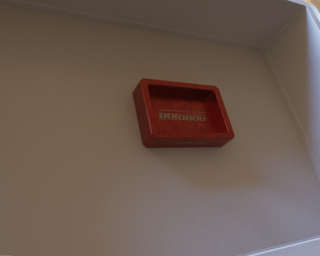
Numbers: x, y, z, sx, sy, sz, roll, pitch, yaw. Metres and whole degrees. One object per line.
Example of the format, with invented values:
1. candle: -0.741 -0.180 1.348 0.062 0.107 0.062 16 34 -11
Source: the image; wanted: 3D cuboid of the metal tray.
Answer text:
1. metal tray: 0.034 -0.019 0.433 0.131 0.030 0.090 1 61 -28
